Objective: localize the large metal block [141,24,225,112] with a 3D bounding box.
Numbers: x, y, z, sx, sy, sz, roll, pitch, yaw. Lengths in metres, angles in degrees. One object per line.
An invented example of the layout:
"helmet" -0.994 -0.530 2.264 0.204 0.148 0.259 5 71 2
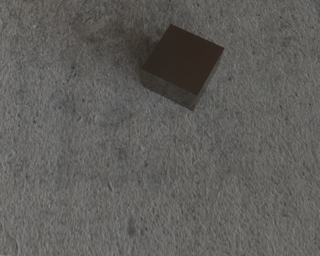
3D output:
"large metal block" 0.031 -0.082 0.425 0.080 0.050 0.080 27 72 9
